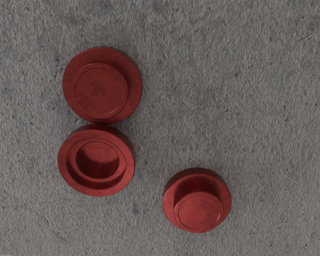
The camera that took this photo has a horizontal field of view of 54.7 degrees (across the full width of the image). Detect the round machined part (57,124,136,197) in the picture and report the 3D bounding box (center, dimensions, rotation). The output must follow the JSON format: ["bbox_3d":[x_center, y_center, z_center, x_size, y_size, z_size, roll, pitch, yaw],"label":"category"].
[{"bbox_3d":[-0.081,0.039,0.413,0.099,0.042,0.097,0,112,0],"label":"round machined part"}]

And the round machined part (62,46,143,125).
[{"bbox_3d":[-0.071,-0.049,0.382,0.099,0.042,0.097,0,110,0],"label":"round machined part"}]

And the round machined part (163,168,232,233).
[{"bbox_3d":[0.053,0.109,0.441,0.099,0.042,0.097,0,110,0],"label":"round machined part"}]
